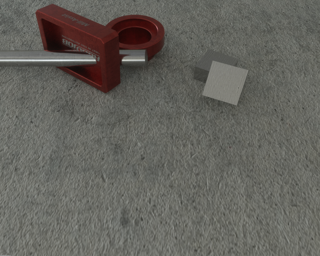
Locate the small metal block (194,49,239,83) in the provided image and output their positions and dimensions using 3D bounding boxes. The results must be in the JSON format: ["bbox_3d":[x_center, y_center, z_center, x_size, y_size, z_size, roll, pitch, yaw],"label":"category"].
[{"bbox_3d":[0.087,-0.092,0.482,0.050,0.025,0.050,25,54,19],"label":"small metal block"}]

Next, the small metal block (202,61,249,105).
[{"bbox_3d":[0.093,-0.064,0.439,0.050,0.050,0.025,19,13,15],"label":"small metal block"}]

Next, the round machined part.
[{"bbox_3d":[-0.042,-0.142,0.511,0.099,0.042,0.098,0,50,0],"label":"round machined part"}]

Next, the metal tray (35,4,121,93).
[{"bbox_3d":[-0.119,-0.117,0.455,0.130,0.089,0.030,28,50,21],"label":"metal tray"}]

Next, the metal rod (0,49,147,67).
[{"bbox_3d":[-0.170,-0.106,0.473,0.302,0.025,0.025,1,50,7],"label":"metal rod"}]
